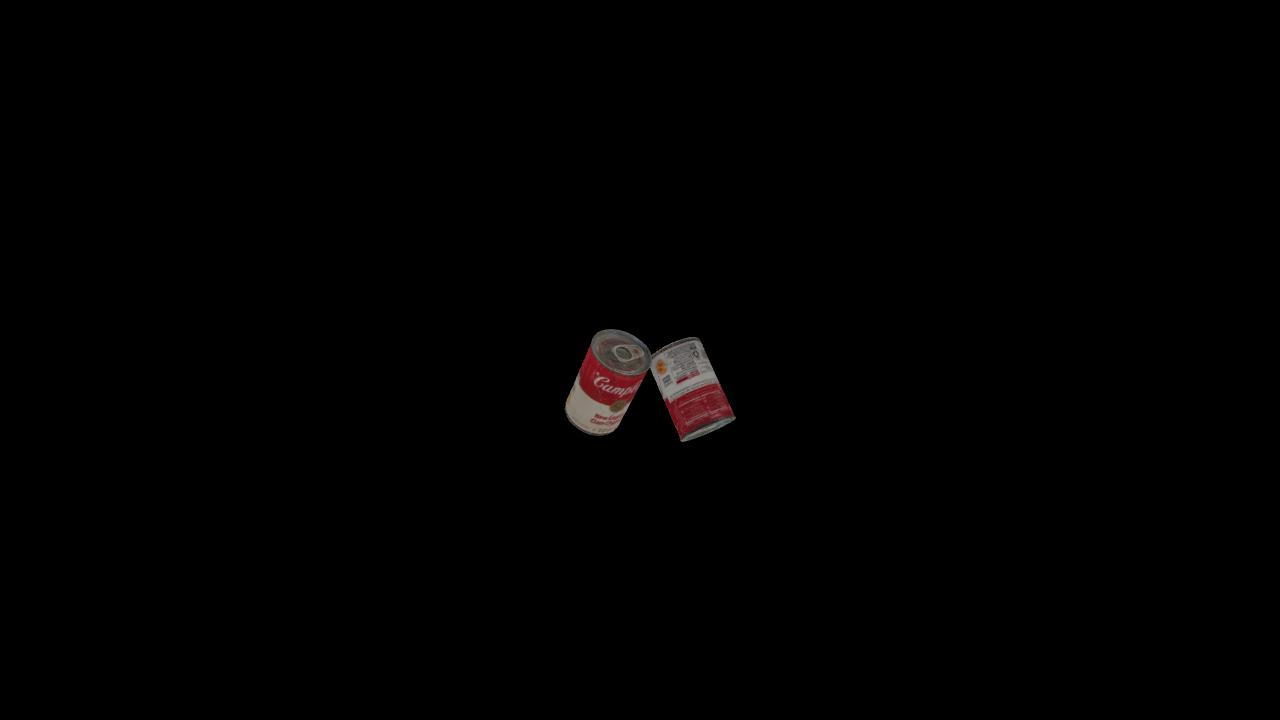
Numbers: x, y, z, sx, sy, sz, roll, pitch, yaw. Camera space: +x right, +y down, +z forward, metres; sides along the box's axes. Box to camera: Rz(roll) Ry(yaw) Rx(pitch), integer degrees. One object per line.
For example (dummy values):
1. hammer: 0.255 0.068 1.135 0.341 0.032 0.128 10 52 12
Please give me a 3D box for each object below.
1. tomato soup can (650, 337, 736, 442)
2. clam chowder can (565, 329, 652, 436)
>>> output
1. tomato soup can: 0.057 0.033 0.696 0.068 0.101 0.068 -22 -14 -6
2. clam chowder can: -0.037 0.026 0.669 0.068 0.068 0.102 0 -44 -30
